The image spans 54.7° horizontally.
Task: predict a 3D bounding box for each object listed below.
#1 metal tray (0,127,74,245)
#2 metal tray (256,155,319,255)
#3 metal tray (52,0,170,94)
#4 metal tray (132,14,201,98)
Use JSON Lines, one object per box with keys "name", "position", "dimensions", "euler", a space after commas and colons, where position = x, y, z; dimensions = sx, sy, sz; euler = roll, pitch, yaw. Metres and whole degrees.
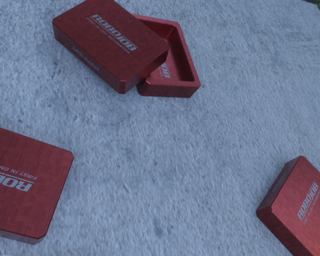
{"name": "metal tray", "position": [-0.158, 0.046, 0.288], "dimensions": [0.131, 0.030, 0.090], "euler": [22, 53, -16]}
{"name": "metal tray", "position": [0.204, 0.111, 0.446], "dimensions": [0.090, 0.030, 0.131], "euler": [48, 51, 5]}
{"name": "metal tray", "position": [-0.064, -0.116, 0.412], "dimensions": [0.130, 0.030, 0.090], "euler": [41, 63, 11]}
{"name": "metal tray", "position": [0.001, -0.109, 0.468], "dimensions": [0.091, 0.030, 0.130], "euler": [-1, 62, -29]}
